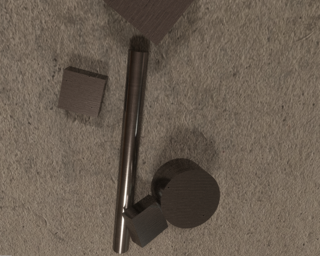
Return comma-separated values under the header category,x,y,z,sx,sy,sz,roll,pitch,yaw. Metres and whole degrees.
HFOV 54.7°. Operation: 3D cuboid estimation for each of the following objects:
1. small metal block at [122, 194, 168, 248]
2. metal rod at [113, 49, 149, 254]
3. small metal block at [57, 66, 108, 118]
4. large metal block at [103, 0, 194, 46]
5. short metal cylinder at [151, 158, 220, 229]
category,x,y,z,sx,sy,sz,roll,pitch,yaw
small metal block,-0.021,0.133,0.444,0.050,0.025,0.050,-30,114,-33
metal rod,-0.043,0.045,0.425,0.025,0.025,0.298,6,110,-3
small metal block,-0.097,-0.046,0.392,0.050,0.025,0.050,14,109,-6
large metal block,-0.009,-0.151,0.341,0.080,0.050,0.080,38,105,-13
short metal cylinder,0.033,0.086,0.417,0.081,0.050,0.079,-3,102,-15
